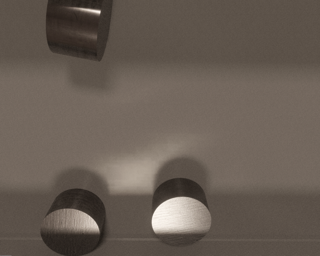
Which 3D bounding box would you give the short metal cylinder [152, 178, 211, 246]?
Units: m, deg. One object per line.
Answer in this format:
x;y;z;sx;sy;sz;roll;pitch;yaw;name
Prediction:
0.029;0.119;0.442;0.081;0.050;0.079;0;110;-1;short metal cylinder

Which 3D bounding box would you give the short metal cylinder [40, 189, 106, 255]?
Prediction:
-0.123;0.135;0.446;0.081;0.050;0.079;0;110;-1;short metal cylinder

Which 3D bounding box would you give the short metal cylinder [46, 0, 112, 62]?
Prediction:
-0.085;-0.117;0.338;0.050;0.080;0.079;10;110;-4;short metal cylinder
